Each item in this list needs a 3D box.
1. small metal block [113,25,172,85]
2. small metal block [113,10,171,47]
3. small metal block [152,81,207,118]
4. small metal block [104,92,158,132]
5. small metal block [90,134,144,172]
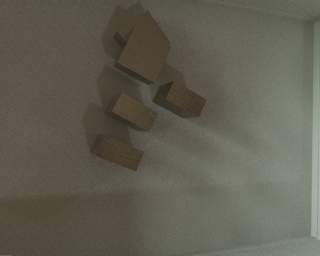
[{"bbox_3d":[-0.022,-0.087,0.377,0.050,0.025,0.050,26,82,-18],"label":"small metal block"},{"bbox_3d":[-0.023,-0.114,0.403,0.050,0.025,0.050,-40,103,-16],"label":"small metal block"},{"bbox_3d":[0.025,-0.036,0.407,0.050,0.050,0.025,27,81,-19],"label":"small metal block"},{"bbox_3d":[-0.037,-0.018,0.384,0.050,0.050,0.025,29,80,-18],"label":"small metal block"},{"bbox_3d":[-0.054,0.029,0.378,0.050,0.050,0.025,25,82,-19],"label":"small metal block"}]
